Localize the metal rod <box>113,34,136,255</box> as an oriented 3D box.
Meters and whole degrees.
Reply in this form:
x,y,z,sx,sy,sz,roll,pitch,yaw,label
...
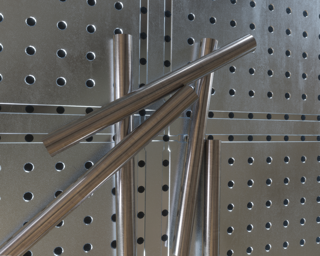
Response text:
x,y,z,sx,sy,sz,roll,pitch,yaw,label
-0.045,0.032,0.396,0.025,0.025,0.298,-1,90,-20,metal rod

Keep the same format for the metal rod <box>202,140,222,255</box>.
x,y,z,sx,sy,sz,roll,pitch,yaw,label
0.072,0.166,0.440,0.025,0.025,0.298,1,90,-20,metal rod

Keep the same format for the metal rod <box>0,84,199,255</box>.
x,y,z,sx,sy,sz,roll,pitch,yaw,label
-0.072,0.054,0.365,0.301,0.025,0.025,-42,104,-7,metal rod

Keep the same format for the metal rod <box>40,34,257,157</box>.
x,y,z,sx,sy,sz,roll,pitch,yaw,label
0.000,-0.049,0.385,0.302,0.025,0.025,-29,100,-18,metal rod

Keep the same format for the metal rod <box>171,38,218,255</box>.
x,y,z,sx,sy,sz,roll,pitch,yaw,label
0.049,0.024,0.432,0.025,0.025,0.298,9,87,-20,metal rod
